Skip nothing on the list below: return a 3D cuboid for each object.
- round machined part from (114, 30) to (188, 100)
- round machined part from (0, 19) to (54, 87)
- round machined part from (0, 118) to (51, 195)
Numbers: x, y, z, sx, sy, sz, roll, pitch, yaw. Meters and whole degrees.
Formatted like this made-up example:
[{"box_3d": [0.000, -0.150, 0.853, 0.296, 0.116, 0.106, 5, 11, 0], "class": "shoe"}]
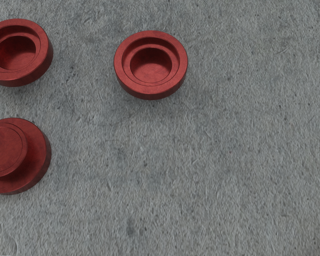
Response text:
[{"box_3d": [-0.012, -0.082, 0.429, 0.099, 0.042, 0.098, 0, 70, 0], "class": "round machined part"}, {"box_3d": [-0.199, -0.100, 0.434, 0.099, 0.042, 0.098, 0, 70, 0], "class": "round machined part"}, {"box_3d": [-0.192, 0.032, 0.386, 0.099, 0.042, 0.098, 0, 70, 0], "class": "round machined part"}]
